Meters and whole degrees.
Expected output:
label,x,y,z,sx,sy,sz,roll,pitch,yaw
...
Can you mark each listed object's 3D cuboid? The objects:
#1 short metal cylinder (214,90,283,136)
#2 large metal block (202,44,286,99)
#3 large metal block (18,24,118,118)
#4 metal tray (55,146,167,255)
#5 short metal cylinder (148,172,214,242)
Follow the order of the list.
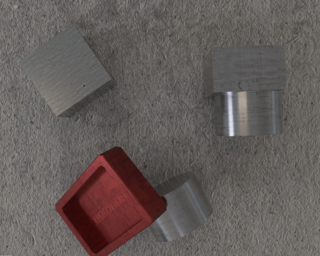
label,x,y,z,sx,sy,sz,roll,pitch,yaw
short metal cylinder,0.109,-0.017,0.383,0.081,0.080,0.050,-3,91,0
large metal block,0.099,-0.066,0.383,0.081,0.080,0.050,-3,90,0
large metal block,-0.114,-0.069,0.396,0.080,0.050,0.080,-35,90,0
metal tray,-0.063,0.093,0.365,0.090,0.030,0.129,51,125,8
short metal cylinder,0.018,0.095,0.383,0.080,0.080,0.050,-28,90,0
